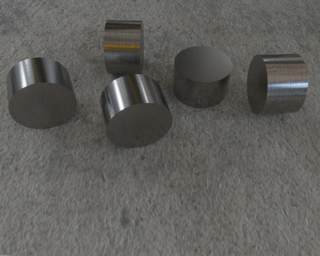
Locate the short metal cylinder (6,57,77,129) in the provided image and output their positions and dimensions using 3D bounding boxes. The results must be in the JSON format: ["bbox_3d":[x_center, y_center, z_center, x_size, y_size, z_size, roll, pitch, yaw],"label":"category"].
[{"bbox_3d":[-0.153,-0.044,0.402,0.081,0.080,0.050,-16,52,-13],"label":"short metal cylinder"}]

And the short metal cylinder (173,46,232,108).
[{"bbox_3d":[0.060,-0.075,0.451,0.081,0.050,0.080,0,50,0],"label":"short metal cylinder"}]

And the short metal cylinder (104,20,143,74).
[{"bbox_3d":[-0.052,-0.121,0.469,0.050,0.080,0.080,1,50,1],"label":"short metal cylinder"}]

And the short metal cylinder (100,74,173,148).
[{"bbox_3d":[-0.030,-0.020,0.384,0.081,0.080,0.050,-12,51,-10],"label":"short metal cylinder"}]

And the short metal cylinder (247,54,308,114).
[{"bbox_3d":[0.155,-0.059,0.419,0.050,0.080,0.080,-2,50,-2],"label":"short metal cylinder"}]
